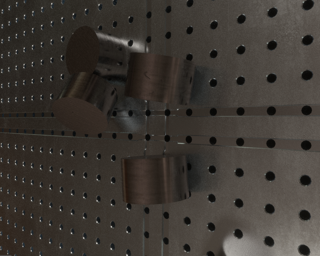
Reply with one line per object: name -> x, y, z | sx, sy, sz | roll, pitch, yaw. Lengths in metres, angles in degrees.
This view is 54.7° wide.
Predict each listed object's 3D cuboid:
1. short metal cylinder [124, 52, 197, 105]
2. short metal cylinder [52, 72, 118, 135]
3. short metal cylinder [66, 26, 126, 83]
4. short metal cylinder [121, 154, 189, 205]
short metal cylinder -> 0.000, -0.058, 0.372 | 0.080, 0.081, 0.050 | 15, 99, 39
short metal cylinder -> -0.108, -0.034, 0.451 | 0.080, 0.080, 0.050 | -22, 41, 37
short metal cylinder -> -0.098, -0.109, 0.472 | 0.080, 0.050, 0.079 | 0, 90, 39
short metal cylinder -> -0.006, 0.060, 0.377 | 0.080, 0.081, 0.050 | -5, 87, 39
